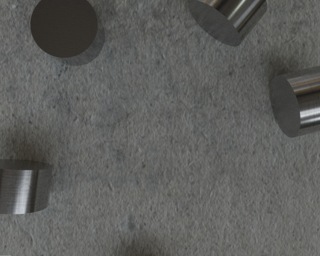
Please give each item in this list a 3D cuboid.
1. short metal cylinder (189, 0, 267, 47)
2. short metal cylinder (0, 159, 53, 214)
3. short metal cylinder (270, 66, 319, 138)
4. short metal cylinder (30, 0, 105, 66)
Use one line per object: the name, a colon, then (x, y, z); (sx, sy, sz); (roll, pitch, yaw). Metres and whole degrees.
short metal cylinder: (0.083, -0.147, 0.384); (0.080, 0.080, 0.050); (39, 90, -1)
short metal cylinder: (-0.177, 0.069, 0.380); (0.081, 0.080, 0.050); (7, 90, -1)
short metal cylinder: (0.179, -0.032, 0.385); (0.050, 0.080, 0.080); (-14, 90, 0)
short metal cylinder: (-0.115, -0.124, 0.396); (0.081, 0.050, 0.079); (0, 90, -1)
